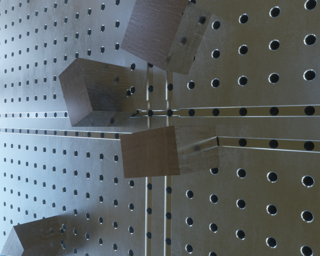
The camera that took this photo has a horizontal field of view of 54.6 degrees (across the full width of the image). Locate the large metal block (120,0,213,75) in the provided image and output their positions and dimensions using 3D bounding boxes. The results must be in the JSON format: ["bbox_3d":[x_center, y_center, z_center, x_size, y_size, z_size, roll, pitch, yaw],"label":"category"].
[{"bbox_3d":[0.006,-0.121,0.389,0.080,0.050,0.080,34,111,35],"label":"large metal block"}]

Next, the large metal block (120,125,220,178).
[{"bbox_3d":[0.013,0.027,0.364,0.080,0.081,0.050,-11,83,39],"label":"large metal block"}]

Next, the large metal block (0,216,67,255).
[{"bbox_3d":[-0.231,0.215,0.566,0.050,0.081,0.080,47,118,30],"label":"large metal block"}]

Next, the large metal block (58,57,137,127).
[{"bbox_3d":[-0.089,-0.048,0.449,0.050,0.081,0.080,-31,71,36],"label":"large metal block"}]
